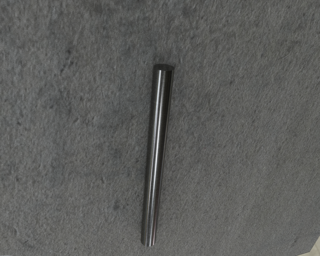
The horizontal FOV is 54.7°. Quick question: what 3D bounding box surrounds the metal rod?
[{"bbox_3d":[-0.007,0.057,0.439,0.025,0.025,0.298,-9,123,-24],"label":"metal rod"}]
